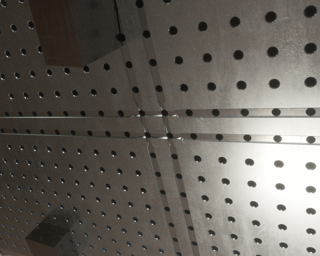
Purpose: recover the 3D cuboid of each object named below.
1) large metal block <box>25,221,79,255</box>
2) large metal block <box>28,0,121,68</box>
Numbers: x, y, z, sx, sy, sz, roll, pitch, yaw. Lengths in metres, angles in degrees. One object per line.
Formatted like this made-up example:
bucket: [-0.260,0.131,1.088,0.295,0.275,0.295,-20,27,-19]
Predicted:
large metal block: [-0.234,0.259,0.675,0.080,0.050,0.079,6,121,25]
large metal block: [-0.091,-0.120,0.348,0.050,0.080,0.079,8,122,23]
